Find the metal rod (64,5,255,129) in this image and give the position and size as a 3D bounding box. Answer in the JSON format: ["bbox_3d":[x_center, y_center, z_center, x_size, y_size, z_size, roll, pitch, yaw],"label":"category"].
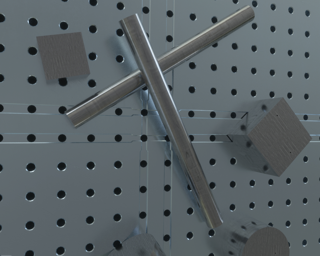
[{"bbox_3d":[0.011,-0.090,0.416,0.302,0.025,0.025,-34,101,-17],"label":"metal rod"}]

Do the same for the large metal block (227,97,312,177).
[{"bbox_3d":[0.162,0.012,0.459,0.080,0.050,0.080,-44,104,-15],"label":"large metal block"}]

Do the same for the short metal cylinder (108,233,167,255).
[{"bbox_3d":[-0.028,0.175,0.373,0.080,0.080,0.050,-35,102,-17],"label":"short metal cylinder"}]

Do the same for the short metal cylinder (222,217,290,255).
[{"bbox_3d":[0.138,0.176,0.450,0.081,0.050,0.080,0,90,-20],"label":"short metal cylinder"}]

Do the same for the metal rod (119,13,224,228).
[{"bbox_3d":[0.021,0.003,0.402,0.025,0.025,0.299,-29,106,-18],"label":"metal rod"}]

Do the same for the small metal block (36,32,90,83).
[{"bbox_3d":[-0.115,-0.084,0.370,0.050,0.025,0.050,-13,95,-20],"label":"small metal block"}]
